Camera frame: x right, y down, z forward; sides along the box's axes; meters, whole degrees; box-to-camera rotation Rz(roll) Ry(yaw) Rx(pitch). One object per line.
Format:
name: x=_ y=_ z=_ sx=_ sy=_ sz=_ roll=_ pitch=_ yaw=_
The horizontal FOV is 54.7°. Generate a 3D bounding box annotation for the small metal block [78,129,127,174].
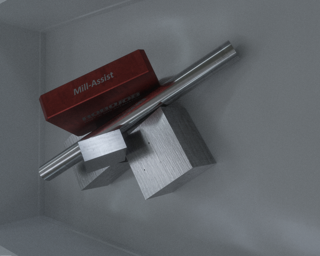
small metal block: x=-0.070 y=0.029 z=0.381 sx=0.050 sy=0.050 sz=0.025 roll=110 pitch=138 yaw=-64

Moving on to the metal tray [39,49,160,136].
metal tray: x=-0.064 y=-0.038 z=0.379 sx=0.130 sy=0.090 sz=0.030 roll=-25 pitch=73 yaw=3

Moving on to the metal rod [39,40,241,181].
metal rod: x=-0.039 y=-0.011 z=0.387 sx=0.300 sy=0.025 sz=0.025 roll=-32 pitch=70 yaw=19

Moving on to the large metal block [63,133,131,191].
large metal block: x=-0.089 y=0.035 z=0.457 sx=0.080 sy=0.050 sz=0.080 roll=-41 pitch=66 yaw=32

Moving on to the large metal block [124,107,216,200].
large metal block: x=0.008 y=0.030 z=0.381 sx=0.080 sy=0.050 sz=0.080 roll=-41 pitch=66 yaw=32
